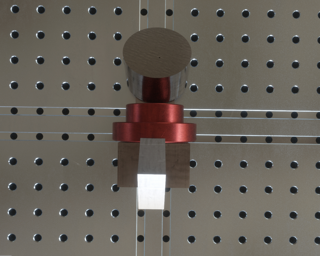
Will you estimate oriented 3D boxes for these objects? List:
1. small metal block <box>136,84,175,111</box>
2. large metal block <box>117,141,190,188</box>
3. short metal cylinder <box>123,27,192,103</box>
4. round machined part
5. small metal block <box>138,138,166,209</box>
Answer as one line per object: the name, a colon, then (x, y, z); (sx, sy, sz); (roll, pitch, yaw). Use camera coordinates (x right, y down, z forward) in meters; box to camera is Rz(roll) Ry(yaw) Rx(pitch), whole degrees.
small metal block: (-0.006, -0.031, 0.412); (0.050, 0.025, 0.050); (1, 90, -1)
large metal block: (-0.007, 0.041, 0.385); (0.081, 0.080, 0.050); (1, 90, -1)
short metal cylinder: (-0.004, -0.077, 0.384); (0.081, 0.050, 0.080); (1, 60, -1)
round machined part: (-0.006, -0.007, 0.366); (0.099, 0.098, 0.042); (1, 90, -1)
small metal block: (-0.008, 0.045, 0.310); (0.025, 0.050, 0.050); (1, 128, -1)
